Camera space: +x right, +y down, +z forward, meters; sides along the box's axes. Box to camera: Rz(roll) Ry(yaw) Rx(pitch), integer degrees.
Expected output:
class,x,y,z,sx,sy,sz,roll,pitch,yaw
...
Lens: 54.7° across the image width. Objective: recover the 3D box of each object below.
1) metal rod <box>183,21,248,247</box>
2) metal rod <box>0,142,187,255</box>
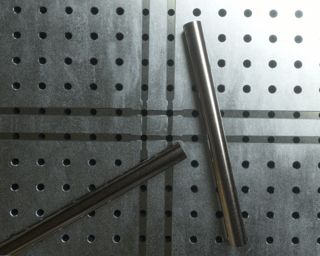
class,x,y,z,sx,sy,sz,roll,pitch,yaw
metal rod,0.074,0.008,0.413,0.025,0.025,0.298,-12,90,0
metal rod,-0.101,0.103,0.412,0.301,0.025,0.025,-30,90,0
